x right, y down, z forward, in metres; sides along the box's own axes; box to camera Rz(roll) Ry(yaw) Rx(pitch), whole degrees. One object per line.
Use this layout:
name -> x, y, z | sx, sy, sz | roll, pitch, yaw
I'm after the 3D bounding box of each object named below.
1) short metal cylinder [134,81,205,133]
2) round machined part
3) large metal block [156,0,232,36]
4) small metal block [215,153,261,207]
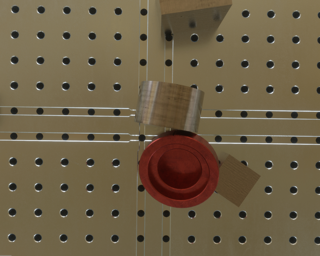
short metal cylinder -> 0.011, -0.025, 0.386 | 0.080, 0.080, 0.050 | 10, 90, -1
round machined part -> 0.026, 0.048, 0.395 | 0.098, 0.042, 0.097 | 3, 108, 11
large metal block -> 0.037, -0.157, 0.386 | 0.081, 0.080, 0.050 | -9, 90, 0
small metal block -> 0.096, 0.069, 0.415 | 0.050, 0.025, 0.050 | 35, 90, -1
